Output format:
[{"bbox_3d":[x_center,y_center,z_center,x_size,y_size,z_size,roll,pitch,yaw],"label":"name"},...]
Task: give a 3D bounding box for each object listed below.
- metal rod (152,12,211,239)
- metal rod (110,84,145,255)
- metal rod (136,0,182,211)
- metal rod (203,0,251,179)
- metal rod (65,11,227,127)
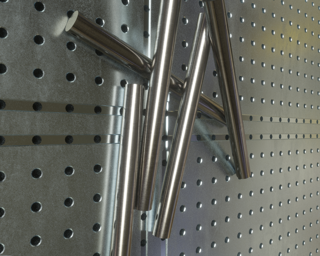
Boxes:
[{"bbox_3d":[0.032,-0.003,0.413,0.025,0.025,0.298,12,90,-40],"label":"metal rod"},{"bbox_3d":[-0.043,0.096,0.374,0.025,0.025,0.298,8,85,-40],"label":"metal rod"},{"bbox_3d":[-0.002,-0.046,0.380,0.025,0.025,0.298,4,96,-40],"label":"metal rod"},{"bbox_3d":[0.104,-0.038,0.451,0.025,0.025,0.299,-43,131,-31],"label":"metal rod"},{"bbox_3d":[0.014,-0.062,0.422,0.301,0.025,0.025,26,74,-37],"label":"metal rod"}]
